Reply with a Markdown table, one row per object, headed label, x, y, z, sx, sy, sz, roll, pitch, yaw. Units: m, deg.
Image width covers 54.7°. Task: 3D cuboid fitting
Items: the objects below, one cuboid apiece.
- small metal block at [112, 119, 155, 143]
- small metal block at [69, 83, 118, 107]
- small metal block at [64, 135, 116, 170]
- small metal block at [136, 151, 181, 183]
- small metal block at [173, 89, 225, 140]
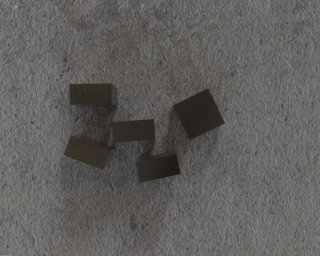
| label | x | y | z | sx | sy | sz | roll | pitch | yaw |
| --- | --- | --- | --- | --- | --- | --- | --- | --- | --- |
| small metal block | -0.032 | 0.003 | 0.397 | 0.050 | 0.050 | 0.025 | -4 | 90 | 0 |
| small metal block | -0.083 | -0.041 | 0.397 | 0.050 | 0.050 | 0.025 | -1 | 90 | 0 |
| small metal block | -0.088 | 0.030 | 0.397 | 0.050 | 0.050 | 0.025 | 21 | 90 | 0 |
| small metal block | -0.002 | 0.048 | 0.397 | 0.050 | 0.050 | 0.025 | -12 | 90 | 0 |
| small metal block | 0.050 | -0.018 | 0.410 | 0.050 | 0.025 | 0.050 | -26 | 90 | 0 |
